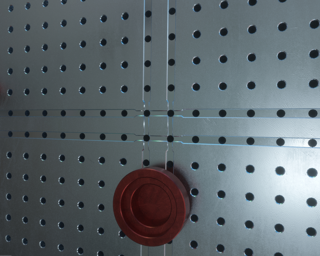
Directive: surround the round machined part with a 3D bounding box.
[{"bbox_3d":[-0.008,0.099,0.407,0.098,0.042,0.097,0,90,20],"label":"round machined part"}]
